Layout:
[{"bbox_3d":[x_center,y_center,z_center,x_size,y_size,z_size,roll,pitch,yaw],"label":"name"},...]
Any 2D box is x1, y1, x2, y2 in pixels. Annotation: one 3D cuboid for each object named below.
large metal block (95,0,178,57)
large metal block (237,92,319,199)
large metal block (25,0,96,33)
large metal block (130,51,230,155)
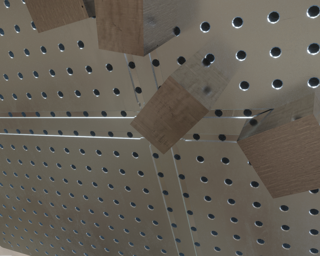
[{"bbox_3d":[-0.021,-0.126,0.309,0.050,0.080,0.079,14,124,20],"label":"large metal block"},{"bbox_3d":[0.143,0.021,0.333,0.080,0.050,0.080,-26,104,37],"label":"large metal block"},{"bbox_3d":[-0.111,-0.162,0.354,0.080,0.050,0.080,-4,117,30],"label":"large metal block"},{"bbox_3d":[0.023,-0.029,0.346,0.050,0.080,0.080,42,129,-1],"label":"large metal block"}]
